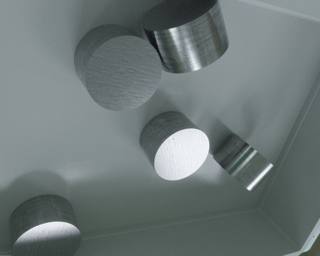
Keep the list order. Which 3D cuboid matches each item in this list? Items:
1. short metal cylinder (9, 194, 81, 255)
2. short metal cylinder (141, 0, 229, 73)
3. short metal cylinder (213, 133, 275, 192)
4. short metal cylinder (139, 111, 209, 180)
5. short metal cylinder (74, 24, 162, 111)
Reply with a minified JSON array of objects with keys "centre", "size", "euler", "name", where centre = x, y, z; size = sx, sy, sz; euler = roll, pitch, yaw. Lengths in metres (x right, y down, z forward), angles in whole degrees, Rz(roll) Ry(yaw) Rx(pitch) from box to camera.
[{"centre":[-0.147,0.133,0.395],"size":[0.081,0.050,0.079],"euler":[-14,124,-21],"name":"short metal cylinder"},{"centre":[0.027,-0.102,0.326],"size":[0.080,0.080,0.050],"euler":[-32,129,-8],"name":"short metal cylinder"},{"centre":[0.129,0.053,0.479],"size":[0.050,0.080,0.080],"euler":[-49,129,6],"name":"short metal cylinder"},{"centre":[0.019,0.024,0.419],"size":[0.081,0.050,0.079],"euler":[-14,125,-21],"name":"short metal cylinder"},{"centre":[-0.045,-0.064,0.329],"size":[0.081,0.050,0.079],"euler":[-14,125,-21],"name":"short metal cylinder"}]
